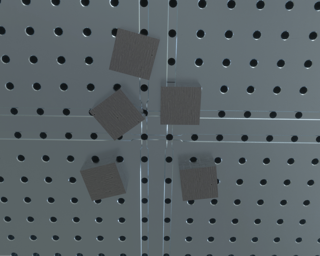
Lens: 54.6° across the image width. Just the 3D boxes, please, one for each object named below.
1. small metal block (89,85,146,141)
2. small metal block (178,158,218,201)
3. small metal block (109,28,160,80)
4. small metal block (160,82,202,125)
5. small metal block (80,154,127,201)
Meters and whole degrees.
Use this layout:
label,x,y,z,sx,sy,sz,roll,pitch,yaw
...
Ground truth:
label,x,y,z,sx,sy,sz,roll,pitch,yaw
small metal block,-0.054,-0.020,0.405,0.050,0.025,0.050,-35,107,12
small metal block,0.054,0.073,0.441,0.050,0.025,0.050,-6,110,2
small metal block,-0.031,-0.091,0.380,0.050,0.025,0.050,14,109,-5
small metal block,0.026,-0.032,0.402,0.050,0.025,0.050,1,110,-1
small metal block,-0.078,0.070,0.439,0.050,0.025,0.050,-14,110,5
